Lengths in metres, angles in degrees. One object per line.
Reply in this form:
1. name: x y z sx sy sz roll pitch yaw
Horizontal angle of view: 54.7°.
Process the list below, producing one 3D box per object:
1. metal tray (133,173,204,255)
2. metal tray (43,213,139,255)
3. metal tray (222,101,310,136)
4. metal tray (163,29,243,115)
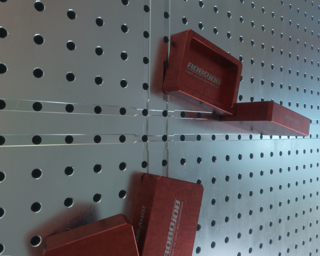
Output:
1. metal tray: 0.008 0.133 0.415 0.091 0.030 0.129 19 78 -39
2. metal tray: -0.064 0.169 0.334 0.091 0.030 0.129 -14 100 -18
3. metal tray: 0.179 -0.013 0.519 0.131 0.090 0.030 15 81 -39
4. metal tray: 0.069 -0.078 0.465 0.131 0.030 0.090 18 78 -39
